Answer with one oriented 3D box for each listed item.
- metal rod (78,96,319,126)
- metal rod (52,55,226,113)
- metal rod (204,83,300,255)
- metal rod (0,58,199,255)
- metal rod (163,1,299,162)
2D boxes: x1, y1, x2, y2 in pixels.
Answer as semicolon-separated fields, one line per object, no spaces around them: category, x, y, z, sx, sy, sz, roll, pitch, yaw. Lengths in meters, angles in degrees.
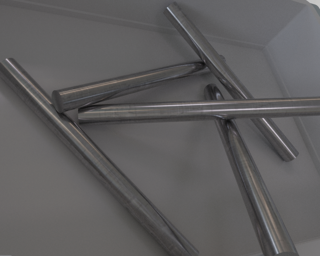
metal rod;0.056;-0.021;0.379;0.302;0.025;0.025;-3;61;-5
metal rod;-0.004;-0.070;0.430;0.302;0.025;0.025;-22;74;-41
metal rod;0.088;0.021;0.361;0.025;0.025;0.300;22;29;-15
metal rod;-0.071;0.036;0.344;0.300;0.025;0.025;46;51;3
metal rod;0.111;-0.068;0.478;0.300;0.025;0.025;49;51;-5
